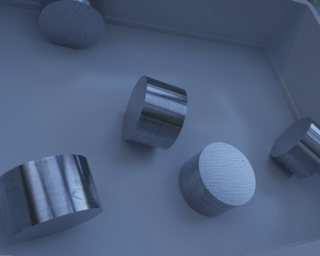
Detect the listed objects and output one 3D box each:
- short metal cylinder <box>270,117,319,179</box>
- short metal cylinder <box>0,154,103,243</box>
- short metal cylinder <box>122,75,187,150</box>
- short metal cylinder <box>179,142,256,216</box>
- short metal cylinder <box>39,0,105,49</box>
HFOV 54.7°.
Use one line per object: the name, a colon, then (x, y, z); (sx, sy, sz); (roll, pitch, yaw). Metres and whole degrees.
short metal cylinder: (0.216, 0.030, 0.468); (0.050, 0.080, 0.080); (41, 51, -1)
short metal cylinder: (-0.098, 0.064, 0.279); (0.081, 0.080, 0.050); (-10, 67, -32)
short metal cylinder: (-0.008, -0.018, 0.377); (0.050, 0.080, 0.080); (17, 55, -19)
short metal cylinder: (0.071, 0.065, 0.388); (0.081, 0.050, 0.080); (14, 56, -21)
short metal cylinder: (-0.112, -0.150, 0.401); (0.081, 0.080, 0.050); (7, 59, -25)
